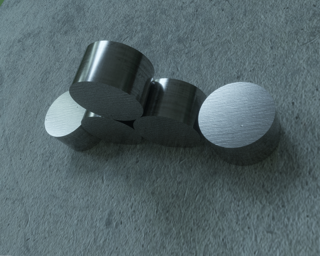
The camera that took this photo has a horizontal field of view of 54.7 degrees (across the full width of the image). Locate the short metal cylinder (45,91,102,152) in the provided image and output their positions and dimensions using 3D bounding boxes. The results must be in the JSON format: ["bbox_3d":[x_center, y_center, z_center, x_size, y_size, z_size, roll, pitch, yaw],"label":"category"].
[{"bbox_3d":[-0.121,-0.012,0.460,0.080,0.050,0.080,-13,57,21],"label":"short metal cylinder"}]

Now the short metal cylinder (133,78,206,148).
[{"bbox_3d":[0.014,-0.016,0.373,0.080,0.080,0.050,0,61,28],"label":"short metal cylinder"}]

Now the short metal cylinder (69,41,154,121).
[{"bbox_3d":[-0.051,-0.049,0.338,0.080,0.080,0.050,1,63,28],"label":"short metal cylinder"}]

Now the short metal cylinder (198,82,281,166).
[{"bbox_3d":[0.089,-0.004,0.344,0.080,0.050,0.080,-13,57,21],"label":"short metal cylinder"}]

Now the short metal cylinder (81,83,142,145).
[{"bbox_3d":[-0.057,-0.017,0.411,0.080,0.080,0.050,0,62,28],"label":"short metal cylinder"}]
